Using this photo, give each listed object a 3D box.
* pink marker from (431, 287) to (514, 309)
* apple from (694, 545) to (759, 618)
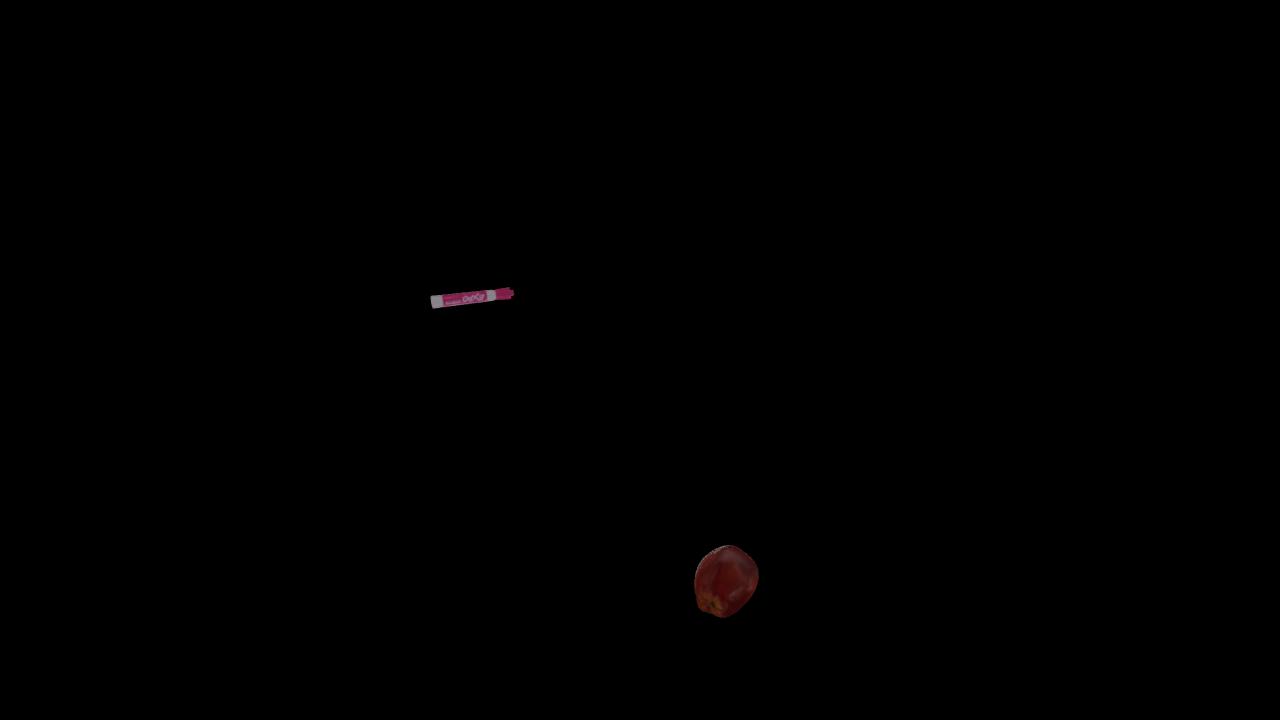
[{"bbox_3d":[-0.248,-0.094,0.918,0.121,0.020,0.020,-10,4,-22],"label":"pink marker"},{"bbox_3d":[0.109,0.279,0.779,0.079,0.079,0.093,0,17,32],"label":"apple"}]
